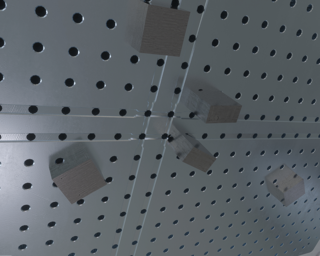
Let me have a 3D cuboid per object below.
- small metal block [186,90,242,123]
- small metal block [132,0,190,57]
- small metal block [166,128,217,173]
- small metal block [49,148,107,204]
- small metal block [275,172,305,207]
[{"bbox_3d":[0.072,-0.029,0.415,0.050,0.050,0.025,-2,119,-28],"label":"small metal block"},{"bbox_3d":[0.000,-0.109,0.343,0.050,0.025,0.050,-1,119,-28],"label":"small metal block"},{"bbox_3d":[0.044,0.032,0.437,0.050,0.050,0.025,28,103,-38],"label":"small metal block"},{"bbox_3d":[-0.103,0.061,0.392,0.050,0.025,0.050,-29,128,-10],"label":"small metal block"},{"bbox_3d":[0.266,0.126,0.633,0.050,0.025,0.050,-32,129,-7],"label":"small metal block"}]
